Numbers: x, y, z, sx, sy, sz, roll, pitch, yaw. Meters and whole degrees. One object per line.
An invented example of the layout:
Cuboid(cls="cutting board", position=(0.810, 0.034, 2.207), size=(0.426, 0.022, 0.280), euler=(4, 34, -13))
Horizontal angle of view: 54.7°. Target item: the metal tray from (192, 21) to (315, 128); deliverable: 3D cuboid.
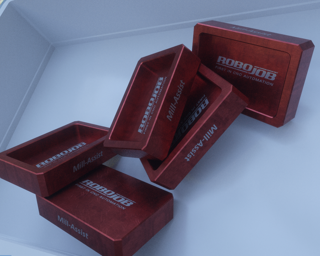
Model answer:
Cuboid(cls="metal tray", position=(0.095, -0.066, 0.354), size=(0.130, 0.089, 0.030), euler=(28, 38, 37))

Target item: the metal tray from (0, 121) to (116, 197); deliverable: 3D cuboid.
Cuboid(cls="metal tray", position=(-0.123, 0.032, 0.395), size=(0.090, 0.030, 0.131), euler=(12, 27, 33))

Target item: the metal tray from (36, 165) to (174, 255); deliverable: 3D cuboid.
Cuboid(cls="metal tray", position=(-0.062, 0.086, 0.347), size=(0.130, 0.030, 0.091), euler=(16, 28, 34))

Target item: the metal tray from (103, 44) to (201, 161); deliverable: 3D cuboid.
Cuboid(cls="metal tray", position=(-0.011, -0.029, 0.366), size=(0.090, 0.030, 0.130), euler=(-2, 63, 52))

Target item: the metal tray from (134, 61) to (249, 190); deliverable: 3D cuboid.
Cuboid(cls="metal tray", position=(0.027, -0.006, 0.354), size=(0.130, 0.030, 0.090), euler=(-51, 34, 11))
